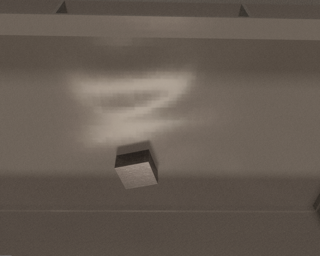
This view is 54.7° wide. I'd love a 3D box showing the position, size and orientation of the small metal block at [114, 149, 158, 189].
[{"bbox_3d":[-0.034,0.062,0.462,0.050,0.025,0.050,-12,130,9],"label":"small metal block"}]
